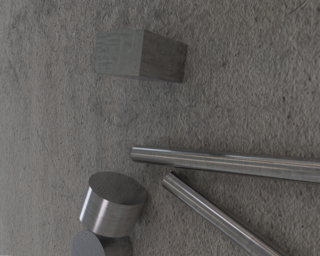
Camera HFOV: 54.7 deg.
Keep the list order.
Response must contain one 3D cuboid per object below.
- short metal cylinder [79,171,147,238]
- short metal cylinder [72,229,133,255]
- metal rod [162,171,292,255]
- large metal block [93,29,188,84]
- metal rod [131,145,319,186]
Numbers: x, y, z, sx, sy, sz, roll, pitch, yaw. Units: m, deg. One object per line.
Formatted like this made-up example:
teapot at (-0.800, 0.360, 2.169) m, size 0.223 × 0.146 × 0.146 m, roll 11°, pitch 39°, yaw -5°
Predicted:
short metal cylinder at (-0.064, 0.102, 0.422) m, size 0.080 × 0.081 × 0.050 m, roll 32°, pitch 110°, yaw 35°
short metal cylinder at (-0.086, 0.186, 0.460) m, size 0.080 × 0.050 × 0.080 m, roll 0°, pitch 90°, yaw 40°
metal rod at (0.116, 0.131, 0.309) m, size 0.300 × 0.025 × 0.025 m, roll 32°, pitch 110°, yaw 35°
large metal block at (-0.024, -0.087, 0.389) m, size 0.080 × 0.081 × 0.050 m, roll 12°, pitch 98°, yaw 39°
metal rod at (0.084, 0.039, 0.335) m, size 0.300 × 0.025 × 0.025 m, roll 1°, pitch 91°, yaw 40°
